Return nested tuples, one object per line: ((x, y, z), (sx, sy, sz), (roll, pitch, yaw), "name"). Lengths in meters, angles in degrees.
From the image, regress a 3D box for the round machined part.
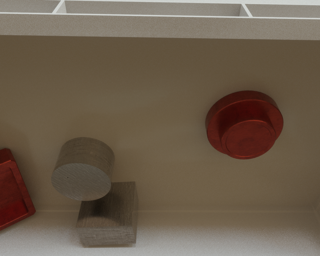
((0.110, 0.003, 0.403), (0.099, 0.042, 0.097), (-1, 130, 0), "round machined part")

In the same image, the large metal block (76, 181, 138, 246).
((-0.078, 0.133, 0.485), (0.080, 0.080, 0.050), (-3, 130, 2), "large metal block")

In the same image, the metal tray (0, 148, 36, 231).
((-0.247, 0.100, 0.456), (0.091, 0.030, 0.129), (-24, 137, -27), "metal tray")

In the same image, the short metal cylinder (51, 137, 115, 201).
((-0.107, 0.059, 0.442), (0.081, 0.050, 0.079), (0, 130, 0), "short metal cylinder")
